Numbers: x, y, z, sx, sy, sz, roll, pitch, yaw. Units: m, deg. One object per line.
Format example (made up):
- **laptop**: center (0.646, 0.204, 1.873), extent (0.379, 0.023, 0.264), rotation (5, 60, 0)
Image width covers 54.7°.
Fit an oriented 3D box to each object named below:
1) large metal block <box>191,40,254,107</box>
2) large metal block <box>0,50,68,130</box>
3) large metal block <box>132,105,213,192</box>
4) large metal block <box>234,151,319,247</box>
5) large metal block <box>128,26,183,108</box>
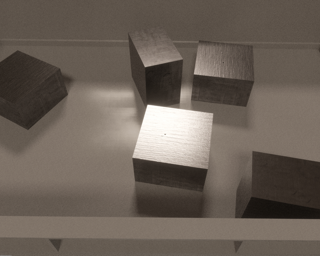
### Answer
- **large metal block**: center (0.092, -0.082, 0.459), extent (0.080, 0.050, 0.080), rotation (7, 50, 6)
- **large metal block**: center (-0.192, -0.055, 0.432), extent (0.080, 0.050, 0.080), rotation (24, 54, 18)
- **large metal block**: center (0.017, 0.023, 0.370), extent (0.080, 0.050, 0.080), rotation (8, 50, 6)
- **large metal block**: center (0.124, 0.073, 0.310), extent (0.080, 0.080, 0.050), rotation (9, 51, 7)
- **large metal block**: center (-0.008, -0.084, 0.440), extent (0.050, 0.080, 0.080), rotation (-15, 52, -12)
